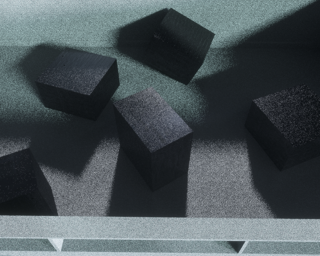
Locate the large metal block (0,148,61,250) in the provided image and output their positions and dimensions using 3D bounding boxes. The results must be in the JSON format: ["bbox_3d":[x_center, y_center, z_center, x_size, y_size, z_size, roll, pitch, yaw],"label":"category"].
[{"bbox_3d":[-0.153,0.074,0.306,0.081,0.080,0.050,-19,53,-15],"label":"large metal block"}]

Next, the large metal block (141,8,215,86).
[{"bbox_3d":[0.029,-0.126,0.477,0.080,0.050,0.080,29,53,-6],"label":"large metal block"}]

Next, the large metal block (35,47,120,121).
[{"bbox_3d":[-0.113,-0.064,0.442,0.080,0.050,0.080,15,52,12],"label":"large metal block"}]

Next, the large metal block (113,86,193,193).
[{"bbox_3d":[-0.009,0.013,0.358,0.050,0.080,0.080,-26,55,-20],"label":"large metal block"}]

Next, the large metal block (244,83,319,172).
[{"bbox_3d":[0.168,-0.003,0.392,0.081,0.050,0.080,-18,52,-15],"label":"large metal block"}]
